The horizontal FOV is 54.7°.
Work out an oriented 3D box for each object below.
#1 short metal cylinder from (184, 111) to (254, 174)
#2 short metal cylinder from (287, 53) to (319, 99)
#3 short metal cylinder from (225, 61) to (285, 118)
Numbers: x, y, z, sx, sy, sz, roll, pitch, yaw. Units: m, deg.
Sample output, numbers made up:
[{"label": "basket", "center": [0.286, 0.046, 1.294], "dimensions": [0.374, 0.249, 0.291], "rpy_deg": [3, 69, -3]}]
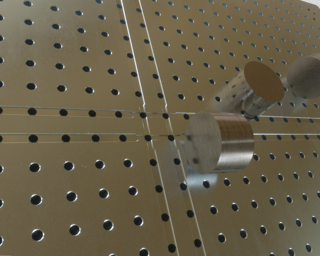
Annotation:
[{"label": "short metal cylinder", "center": [0.074, 0.019, 0.401], "dimensions": [0.050, 0.080, 0.080], "rpy_deg": [1, 61, -28]}, {"label": "short metal cylinder", "center": [0.293, -0.100, 0.591], "dimensions": [0.050, 0.080, 0.080], "rpy_deg": [-21, 73, -36]}, {"label": "short metal cylinder", "center": [0.157, -0.064, 0.515], "dimensions": [0.081, 0.050, 0.080], "rpy_deg": [14, 56, -21]}]
